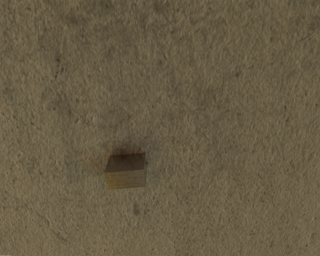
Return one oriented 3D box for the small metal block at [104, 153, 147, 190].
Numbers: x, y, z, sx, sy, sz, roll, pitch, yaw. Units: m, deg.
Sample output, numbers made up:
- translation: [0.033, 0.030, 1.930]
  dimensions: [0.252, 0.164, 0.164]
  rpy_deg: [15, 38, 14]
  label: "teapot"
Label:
- translation: [-0.044, 0.057, 0.417]
  dimensions: [0.050, 0.050, 0.025]
  rpy_deg: [-5, 110, 2]
  label: "small metal block"
